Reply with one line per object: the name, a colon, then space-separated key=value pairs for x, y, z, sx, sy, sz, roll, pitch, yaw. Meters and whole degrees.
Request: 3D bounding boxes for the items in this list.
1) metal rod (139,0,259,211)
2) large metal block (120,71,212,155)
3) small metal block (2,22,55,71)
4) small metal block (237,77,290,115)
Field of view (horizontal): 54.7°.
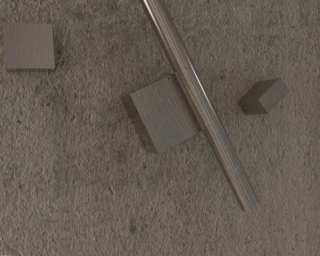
metal rod: x=0.049 y=-0.031 z=0.375 sx=0.025 sy=0.025 sz=0.299 roll=-30 pitch=100 yaw=-18
large metal block: x=0.007 y=-0.021 z=0.399 sx=0.081 sy=0.050 sz=0.080 roll=-28 pitch=100 yaw=-18
small metal block: x=-0.149 y=-0.091 z=0.354 sx=0.050 sy=0.025 sz=0.050 roll=-4 pitch=92 yaw=-20
small metal block: x=0.150 y=-0.046 z=0.453 sx=0.050 sy=0.050 sz=0.025 roll=-43 pitch=104 yaw=-15
